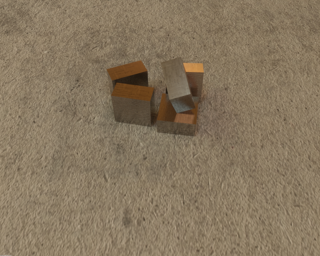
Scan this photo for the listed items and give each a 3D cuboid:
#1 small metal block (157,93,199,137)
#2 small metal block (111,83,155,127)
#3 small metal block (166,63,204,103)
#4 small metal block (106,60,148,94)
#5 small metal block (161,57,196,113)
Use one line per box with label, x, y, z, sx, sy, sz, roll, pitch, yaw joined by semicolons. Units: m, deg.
small metal block;0.025;-0.018;0.419;0.050;0.025;0.050;6;50;5
small metal block;-0.034;-0.030;0.412;0.050;0.050;0.025;9;51;7
small metal block;0.034;-0.064;0.438;0.050;0.050;0.025;2;40;1
small metal block;-0.045;-0.063;0.439;0.050;0.050;0.025;-18;53;-15
small metal block;0.024;-0.052;0.386;0.025;0.050;0.050;-15;72;9
